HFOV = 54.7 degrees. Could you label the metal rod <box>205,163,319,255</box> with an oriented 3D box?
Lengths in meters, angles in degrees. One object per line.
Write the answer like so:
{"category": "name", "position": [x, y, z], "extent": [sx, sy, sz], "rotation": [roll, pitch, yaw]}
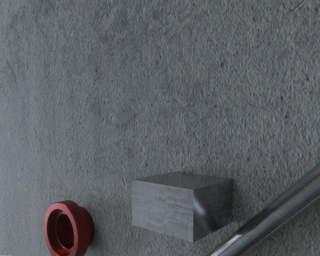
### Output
{"category": "metal rod", "position": [0.083, 0.128, 0.335], "extent": [0.298, 0.025, 0.025], "rotation": [-51, 60, 27]}

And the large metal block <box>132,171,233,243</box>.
{"category": "large metal block", "position": [0.026, 0.082, 0.346], "extent": [0.080, 0.081, 0.050], "rotation": [1, 91, 39]}

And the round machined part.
{"category": "round machined part", "position": [-0.147, 0.168, 0.512], "extent": [0.098, 0.042, 0.097], "rotation": [0, 90, 39]}
